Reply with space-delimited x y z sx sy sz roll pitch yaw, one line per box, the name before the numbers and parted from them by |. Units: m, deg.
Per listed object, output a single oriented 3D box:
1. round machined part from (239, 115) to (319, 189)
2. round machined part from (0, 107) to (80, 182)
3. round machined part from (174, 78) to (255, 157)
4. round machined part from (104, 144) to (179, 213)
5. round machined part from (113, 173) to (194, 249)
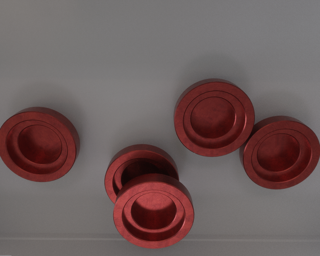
round machined part | 0.155 0.029 0.414 0.099 0.042 0.097 0 110 0
round machined part | -0.154 0.018 0.408 0.099 0.042 0.097 0 110 0
round machined part | 0.066 -0.016 0.397 0.099 0.042 0.097 0 110 0
round machined part | -0.024 0.066 0.426 0.099 0.042 0.097 0 110 0
round machined part | -0.008 0.100 0.394 0.099 0.042 0.097 0 110 -1
